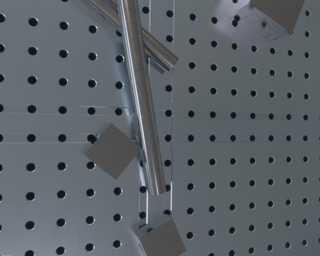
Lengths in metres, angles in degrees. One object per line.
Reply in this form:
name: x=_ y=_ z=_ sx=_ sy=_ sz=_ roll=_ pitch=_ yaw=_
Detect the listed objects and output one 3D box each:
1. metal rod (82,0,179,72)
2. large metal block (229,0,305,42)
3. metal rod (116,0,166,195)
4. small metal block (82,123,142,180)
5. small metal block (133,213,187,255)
metal rod: x=-0.097 y=-0.173 z=0.376 sx=0.301 sy=0.025 sz=0.025 roll=38 pitch=78 yaw=-16
large metal block: x=0.161 y=-0.188 z=0.458 sx=0.080 sy=0.050 sz=0.080 roll=26 pitch=81 yaw=-18
metal rod: x=-0.026 y=-0.061 z=0.384 sx=0.025 sy=0.025 sz=0.298 roll=-12 pitch=101 yaw=-20
small metal block: x=-0.061 y=0.029 z=0.390 sx=0.050 sy=0.025 sz=0.050 roll=43 pitch=77 yaw=-15
small metal block: x=0.000 y=0.151 z=0.413 sx=0.050 sy=0.025 sz=0.050 roll=-26 pitch=99 yaw=-18
